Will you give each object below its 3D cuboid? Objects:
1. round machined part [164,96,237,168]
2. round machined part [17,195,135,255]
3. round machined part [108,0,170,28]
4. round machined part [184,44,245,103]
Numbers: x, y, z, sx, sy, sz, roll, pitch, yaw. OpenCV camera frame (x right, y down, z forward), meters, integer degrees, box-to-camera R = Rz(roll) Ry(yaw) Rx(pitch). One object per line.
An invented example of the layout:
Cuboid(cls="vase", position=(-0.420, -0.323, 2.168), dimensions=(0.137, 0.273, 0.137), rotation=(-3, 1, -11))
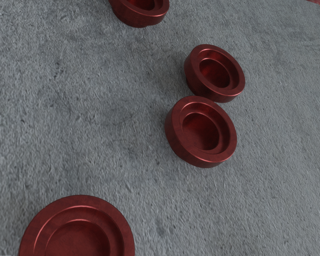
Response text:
Cuboid(cls="round machined part", position=(0.050, 0.009, 0.414), dimensions=(0.099, 0.042, 0.098), rotation=(14, 56, -21))
Cuboid(cls="round machined part", position=(-0.076, 0.114, 0.282), dimensions=(0.099, 0.042, 0.098), rotation=(14, 56, -21))
Cuboid(cls="round machined part", position=(-0.038, -0.200, 0.494), dimensions=(0.099, 0.042, 0.098), rotation=(14, 56, -21))
Cuboid(cls="round machined part", position=(0.080, -0.080, 0.484), dimensions=(0.099, 0.042, 0.098), rotation=(14, 56, -21))
